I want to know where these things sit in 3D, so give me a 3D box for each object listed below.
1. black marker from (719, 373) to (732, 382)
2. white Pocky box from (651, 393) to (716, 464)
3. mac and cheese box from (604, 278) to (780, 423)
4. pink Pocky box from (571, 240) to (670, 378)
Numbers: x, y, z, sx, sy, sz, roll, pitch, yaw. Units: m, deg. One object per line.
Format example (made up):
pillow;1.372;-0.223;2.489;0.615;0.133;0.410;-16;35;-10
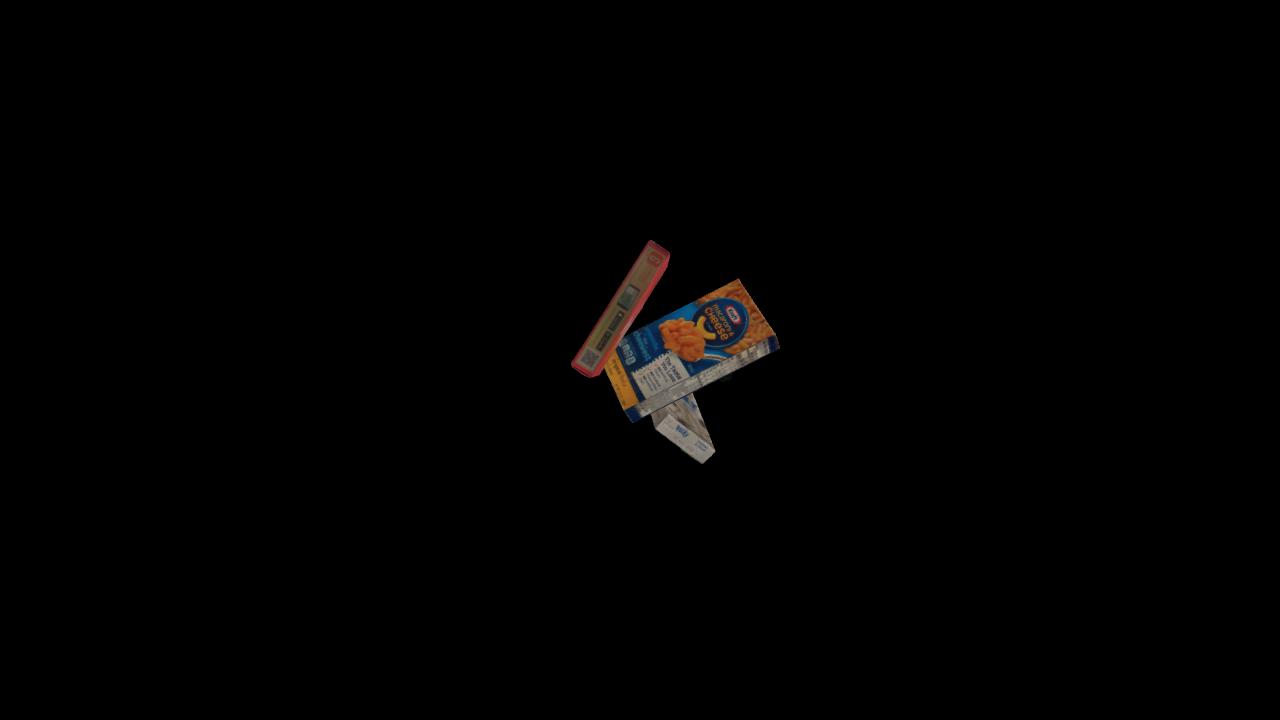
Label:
black marker;0.058;0.000;0.741;0.121;0.020;0.020;22;-7;-18
white Pocky box;0.042;0.058;0.770;0.084;0.028;0.154;38;16;-23
mac and cheese box;0.052;-0.011;0.693;0.184;0.093;0.041;-28;-36;2
pink Pocky box;-0.019;-0.052;0.667;0.029;0.155;0.084;32;0;1
